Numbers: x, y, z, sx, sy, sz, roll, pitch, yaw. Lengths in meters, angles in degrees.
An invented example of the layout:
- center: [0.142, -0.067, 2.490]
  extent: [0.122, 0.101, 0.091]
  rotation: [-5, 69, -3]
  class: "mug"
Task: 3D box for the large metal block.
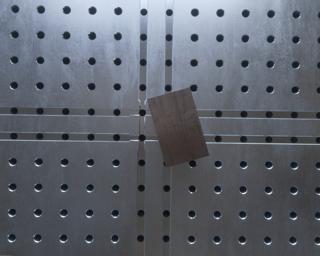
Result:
- center: [0.020, -0.001, 0.386]
  extent: [0.050, 0.080, 0.080]
  rotation: [-16, 90, 0]
  class: "large metal block"
